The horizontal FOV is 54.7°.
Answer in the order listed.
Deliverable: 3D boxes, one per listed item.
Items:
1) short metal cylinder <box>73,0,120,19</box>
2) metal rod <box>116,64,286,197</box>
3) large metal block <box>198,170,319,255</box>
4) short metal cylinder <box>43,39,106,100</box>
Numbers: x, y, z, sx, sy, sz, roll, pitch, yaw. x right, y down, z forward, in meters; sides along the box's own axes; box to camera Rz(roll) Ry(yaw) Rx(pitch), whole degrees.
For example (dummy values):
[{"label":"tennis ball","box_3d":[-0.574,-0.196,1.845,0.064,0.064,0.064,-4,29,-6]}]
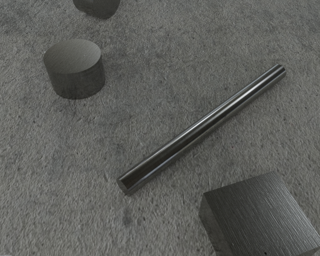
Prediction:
[{"label":"short metal cylinder","box_3d":[-0.117,-0.250,0.577,0.050,0.080,0.080,26,55,20]},{"label":"metal rod","box_3d":[0.071,-0.010,0.411,0.302,0.025,0.025,-34,58,-26]},{"label":"large metal block","box_3d":[0.093,0.098,0.305,0.081,0.050,0.080,-15,52,-12]},{"label":"short metal cylinder","box_3d":[-0.125,-0.088,0.460,0.081,0.050,0.080,0,50,0]}]
